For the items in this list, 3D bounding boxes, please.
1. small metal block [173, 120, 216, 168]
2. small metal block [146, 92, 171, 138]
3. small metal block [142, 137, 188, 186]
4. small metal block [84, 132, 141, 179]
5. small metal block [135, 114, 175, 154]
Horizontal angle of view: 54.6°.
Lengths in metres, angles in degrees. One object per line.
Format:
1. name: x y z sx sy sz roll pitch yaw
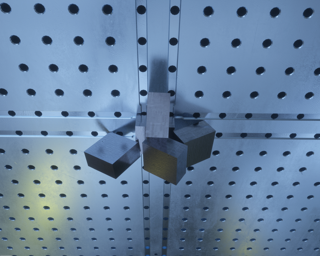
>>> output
1. small metal block: 0.044 0.023 0.417 0.050 0.025 0.050 -19 135 -25
2. small metal block: -0.003 -0.016 0.368 0.025 0.050 0.050 3 94 -1
3. small metal block: 0.006 0.039 0.396 0.050 0.025 0.050 22 135 25
4. small metal block: -0.062 0.035 0.411 0.050 0.050 0.025 18 131 31
5. small metal block: -0.007 0.009 0.420 0.050 0.025 0.050 2 130 -2
